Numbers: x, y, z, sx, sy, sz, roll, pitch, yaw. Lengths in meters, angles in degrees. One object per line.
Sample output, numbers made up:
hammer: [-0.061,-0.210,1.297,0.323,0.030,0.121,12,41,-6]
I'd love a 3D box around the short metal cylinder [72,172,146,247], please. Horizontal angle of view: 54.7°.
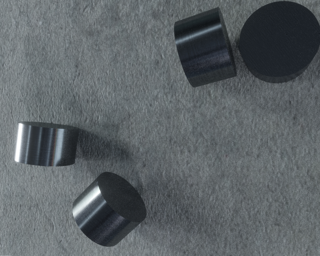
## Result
short metal cylinder: [-0.064,0.104,0.401,0.050,0.080,0.080,-45,76,14]

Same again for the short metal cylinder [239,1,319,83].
short metal cylinder: [0.133,-0.094,0.349,0.080,0.050,0.079,0,90,19]

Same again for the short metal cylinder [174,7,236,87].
short metal cylinder: [0.054,-0.092,0.360,0.050,0.080,0.080,-14,86,19]

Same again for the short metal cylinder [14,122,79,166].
short metal cylinder: [-0.158,0.021,0.434,0.080,0.080,0.050,8,93,19]
